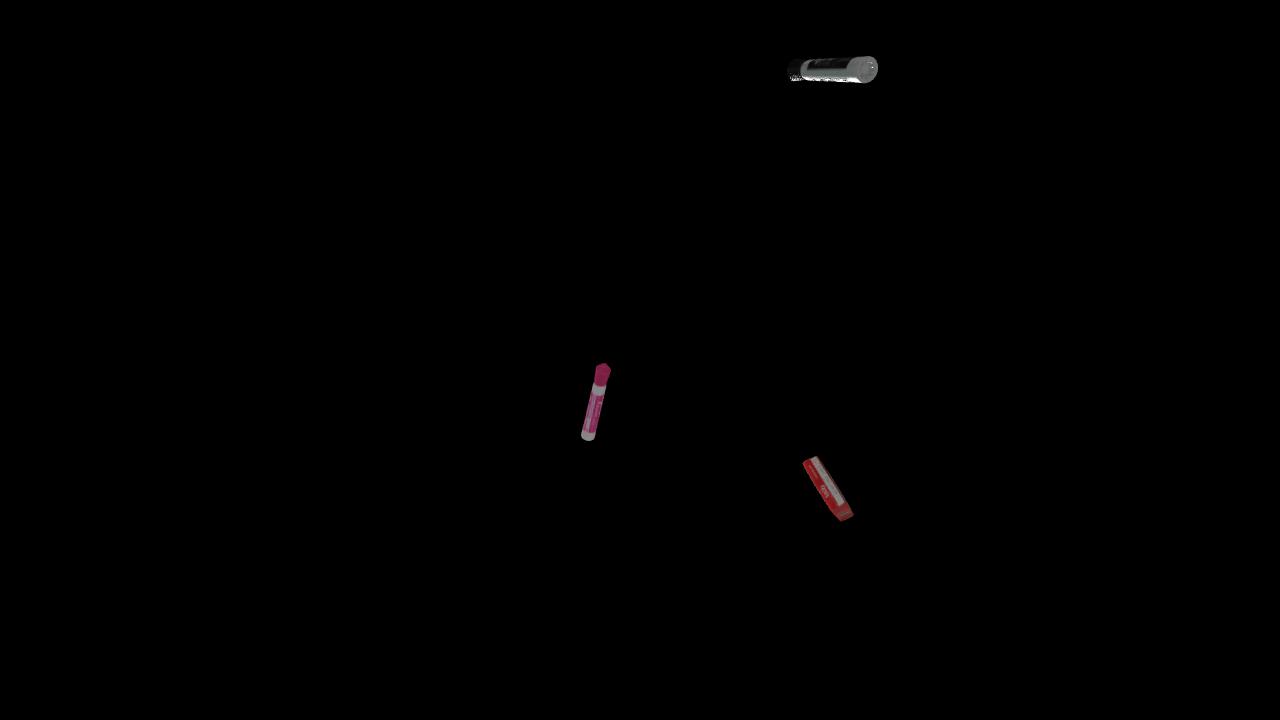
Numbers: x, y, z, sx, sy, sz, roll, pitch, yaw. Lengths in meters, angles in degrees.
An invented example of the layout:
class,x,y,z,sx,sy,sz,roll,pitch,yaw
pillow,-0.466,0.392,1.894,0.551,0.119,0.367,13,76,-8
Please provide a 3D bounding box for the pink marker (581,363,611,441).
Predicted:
class,x,y,z,sx,sy,sz,roll,pitch,yaw
pink marker,-0.056,0.054,0.783,0.020,0.121,0.020,10,35,-7

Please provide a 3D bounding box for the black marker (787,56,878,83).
class,x,y,z,sx,sy,sz,roll,pitch,yaw
black marker,0.158,-0.245,0.520,0.020,0.020,0.121,0,24,-16

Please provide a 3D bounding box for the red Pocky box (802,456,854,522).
class,x,y,z,sx,sy,sz,roll,pitch,yaw
red Pocky box,0.297,0.204,0.962,0.028,0.083,0.155,-32,-29,9
